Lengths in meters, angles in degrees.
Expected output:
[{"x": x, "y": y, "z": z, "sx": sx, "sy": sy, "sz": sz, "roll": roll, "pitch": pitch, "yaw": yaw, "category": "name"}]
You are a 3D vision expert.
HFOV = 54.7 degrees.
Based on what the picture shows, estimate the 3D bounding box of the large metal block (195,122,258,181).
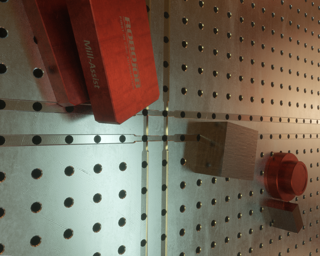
[{"x": 0.106, "y": 0.037, "z": 0.484, "sx": 0.081, "sy": 0.050, "sz": 0.080, "roll": 13, "pitch": 82, "yaw": -40, "category": "large metal block"}]

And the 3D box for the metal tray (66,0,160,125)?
[{"x": -0.044, "y": -0.079, "z": 0.335, "sx": 0.091, "sy": 0.030, "sz": 0.129, "roll": -39, "pitch": 127, "yaw": -51, "category": "metal tray"}]

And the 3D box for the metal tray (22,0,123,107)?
[{"x": -0.083, "y": -0.097, "z": 0.337, "sx": 0.091, "sy": 0.030, "sz": 0.129, "roll": -25, "pitch": 106, "yaw": -37, "category": "metal tray"}]

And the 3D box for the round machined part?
[{"x": 0.261, "y": 0.099, "z": 0.621, "sx": 0.099, "sy": 0.042, "sz": 0.097, "roll": 0, "pitch": 90, "yaw": -40, "category": "round machined part"}]

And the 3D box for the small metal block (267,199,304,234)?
[{"x": 0.244, "y": 0.171, "z": 0.602, "sx": 0.025, "sy": 0.050, "sz": 0.050, "roll": -33, "pitch": 111, "yaw": -35, "category": "small metal block"}]
